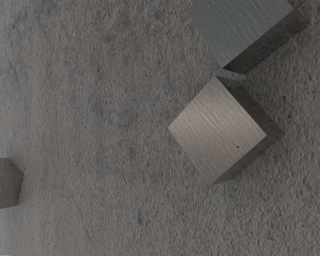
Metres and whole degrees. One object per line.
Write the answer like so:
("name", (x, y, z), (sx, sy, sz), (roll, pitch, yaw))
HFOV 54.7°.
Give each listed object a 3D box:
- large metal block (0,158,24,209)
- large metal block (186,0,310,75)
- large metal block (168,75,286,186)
("large metal block", (-0.347, 0.119, 0.676), (0.080, 0.050, 0.079), (28, 107, 36))
("large metal block", (0.087, -0.114, 0.317), (0.080, 0.050, 0.080), (-39, 66, 33))
("large metal block", (0.068, 0.003, 0.332), (0.080, 0.050, 0.080), (-49, 61, 29))
